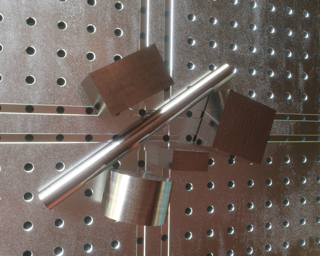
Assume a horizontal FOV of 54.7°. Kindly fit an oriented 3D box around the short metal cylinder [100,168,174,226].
[{"bbox_3d":[-0.028,0.081,0.373,0.081,0.080,0.050,12,86,-20],"label":"short metal cylinder"}]

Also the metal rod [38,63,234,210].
[{"bbox_3d":[-0.019,0.002,0.406,0.301,0.025,0.025,-36,102,-17],"label":"metal rod"}]

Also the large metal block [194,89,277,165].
[{"bbox_3d":[0.106,0.000,0.437,0.080,0.050,0.080,21,83,-19],"label":"large metal block"}]

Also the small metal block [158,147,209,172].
[{"bbox_3d":[0.030,0.041,0.412,0.050,0.050,0.025,5,88,-20],"label":"small metal block"}]

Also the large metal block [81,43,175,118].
[{"bbox_3d":[-0.042,-0.053,0.369,0.080,0.080,0.050,-30,100,-18],"label":"large metal block"}]
